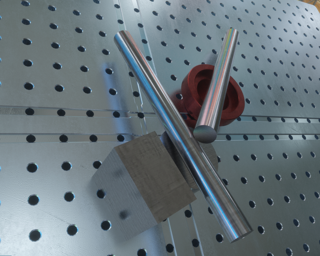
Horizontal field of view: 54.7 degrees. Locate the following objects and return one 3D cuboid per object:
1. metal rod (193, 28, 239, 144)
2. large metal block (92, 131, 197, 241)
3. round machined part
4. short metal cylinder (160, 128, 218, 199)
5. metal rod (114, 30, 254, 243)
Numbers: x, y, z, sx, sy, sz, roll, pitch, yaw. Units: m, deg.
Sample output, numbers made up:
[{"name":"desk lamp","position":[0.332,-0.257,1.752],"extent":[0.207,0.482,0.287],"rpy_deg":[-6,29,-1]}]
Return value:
[{"name":"metal rod","position":[0.089,-0.081,0.445],"extent":[0.025,0.025,0.301],"rpy_deg":[33,40,-7]},{"name":"large metal block","position":[-0.020,0.062,0.325],"extent":[0.050,0.080,0.080],"rpy_deg":[-22,74,-36]},{"name":"round machined part","position":[0.075,-0.045,0.467],"extent":[0.099,0.042,0.098],"rpy_deg":[14,56,-21]},{"name":"short metal cylinder","position":[0.023,0.044,0.380],"extent":[0.081,0.050,0.080],"rpy_deg":[14,56,-21]},{"name":"metal rod","position":[0.012,-0.013,0.361],"extent":[0.025,0.025,0.299],"rpy_deg":[-9,55,-32]}]
